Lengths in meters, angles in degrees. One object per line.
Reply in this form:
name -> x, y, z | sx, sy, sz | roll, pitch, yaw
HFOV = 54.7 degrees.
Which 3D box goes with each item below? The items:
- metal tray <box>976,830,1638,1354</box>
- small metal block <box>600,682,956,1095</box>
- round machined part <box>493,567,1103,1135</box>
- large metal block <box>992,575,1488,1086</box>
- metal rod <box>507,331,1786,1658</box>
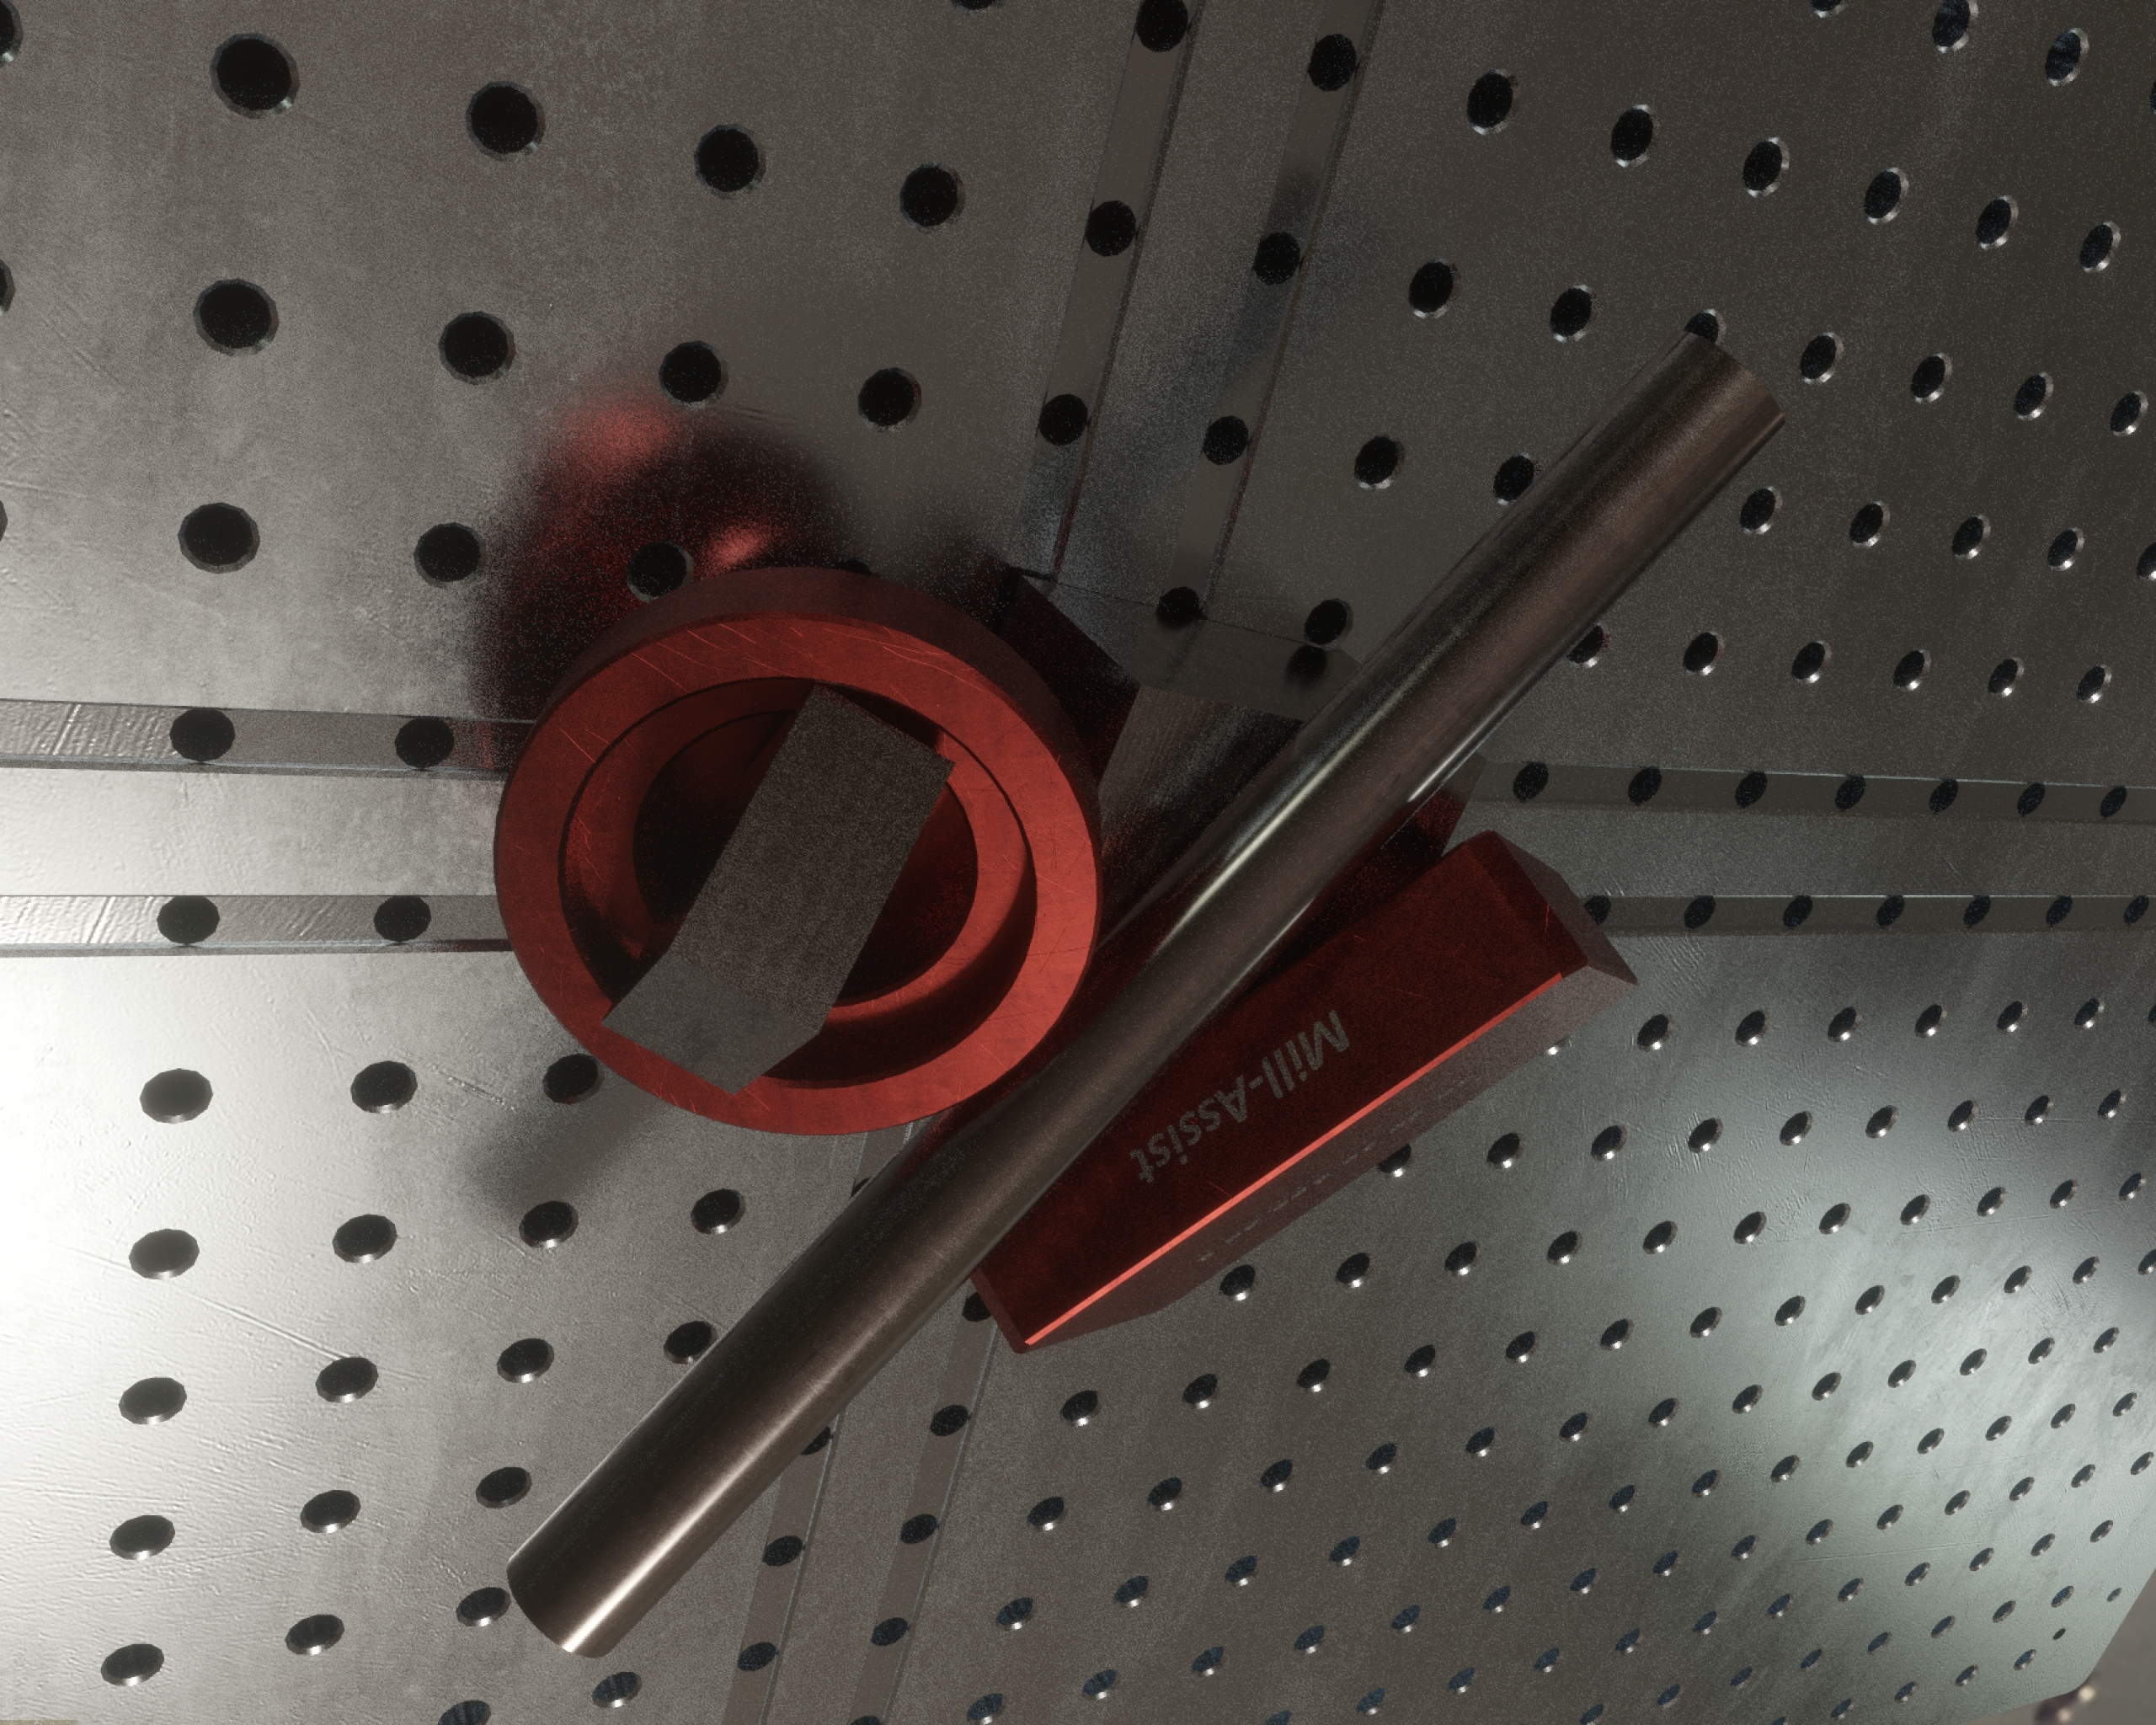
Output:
metal tray -> 0.046, 0.047, 0.421 | 0.130, 0.030, 0.090 | -37, 163, 13
small metal block -> -0.049, 0.006, 0.337 | 0.025, 0.050, 0.050 | 31, 63, -13
round machined part -> -0.045, -0.005, 0.357 | 0.099, 0.042, 0.097 | 0, 118, 0
large metal block -> 0.019, -0.002, 0.405 | 0.081, 0.050, 0.079 | 9, 114, -33
metal rod -> 0.009, 0.026, 0.369 | 0.300, 0.025, 0.025 | -47, 130, 4
